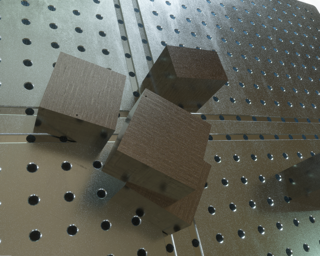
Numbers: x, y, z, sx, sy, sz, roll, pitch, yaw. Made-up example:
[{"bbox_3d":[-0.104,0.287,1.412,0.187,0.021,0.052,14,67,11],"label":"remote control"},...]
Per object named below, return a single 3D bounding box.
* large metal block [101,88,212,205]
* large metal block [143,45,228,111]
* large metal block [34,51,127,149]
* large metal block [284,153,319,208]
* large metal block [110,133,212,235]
[{"bbox_3d":[-0.001,0.019,0.317,0.080,0.050,0.080,28,52,-10],"label":"large metal block"},{"bbox_3d":[0.033,-0.066,0.432,0.081,0.080,0.050,-1,63,-29],"label":"large metal block"},{"bbox_3d":[-0.091,-0.031,0.363,0.081,0.050,0.080,18,54,-18],"label":"large metal block"},{"bbox_3d":[0.249,0.080,0.461,0.081,0.080,0.050,16,55,-20],"label":"large metal block"},{"bbox_3d":[0.003,0.062,0.357,0.080,0.050,0.080,33,51,-7],"label":"large metal block"}]
